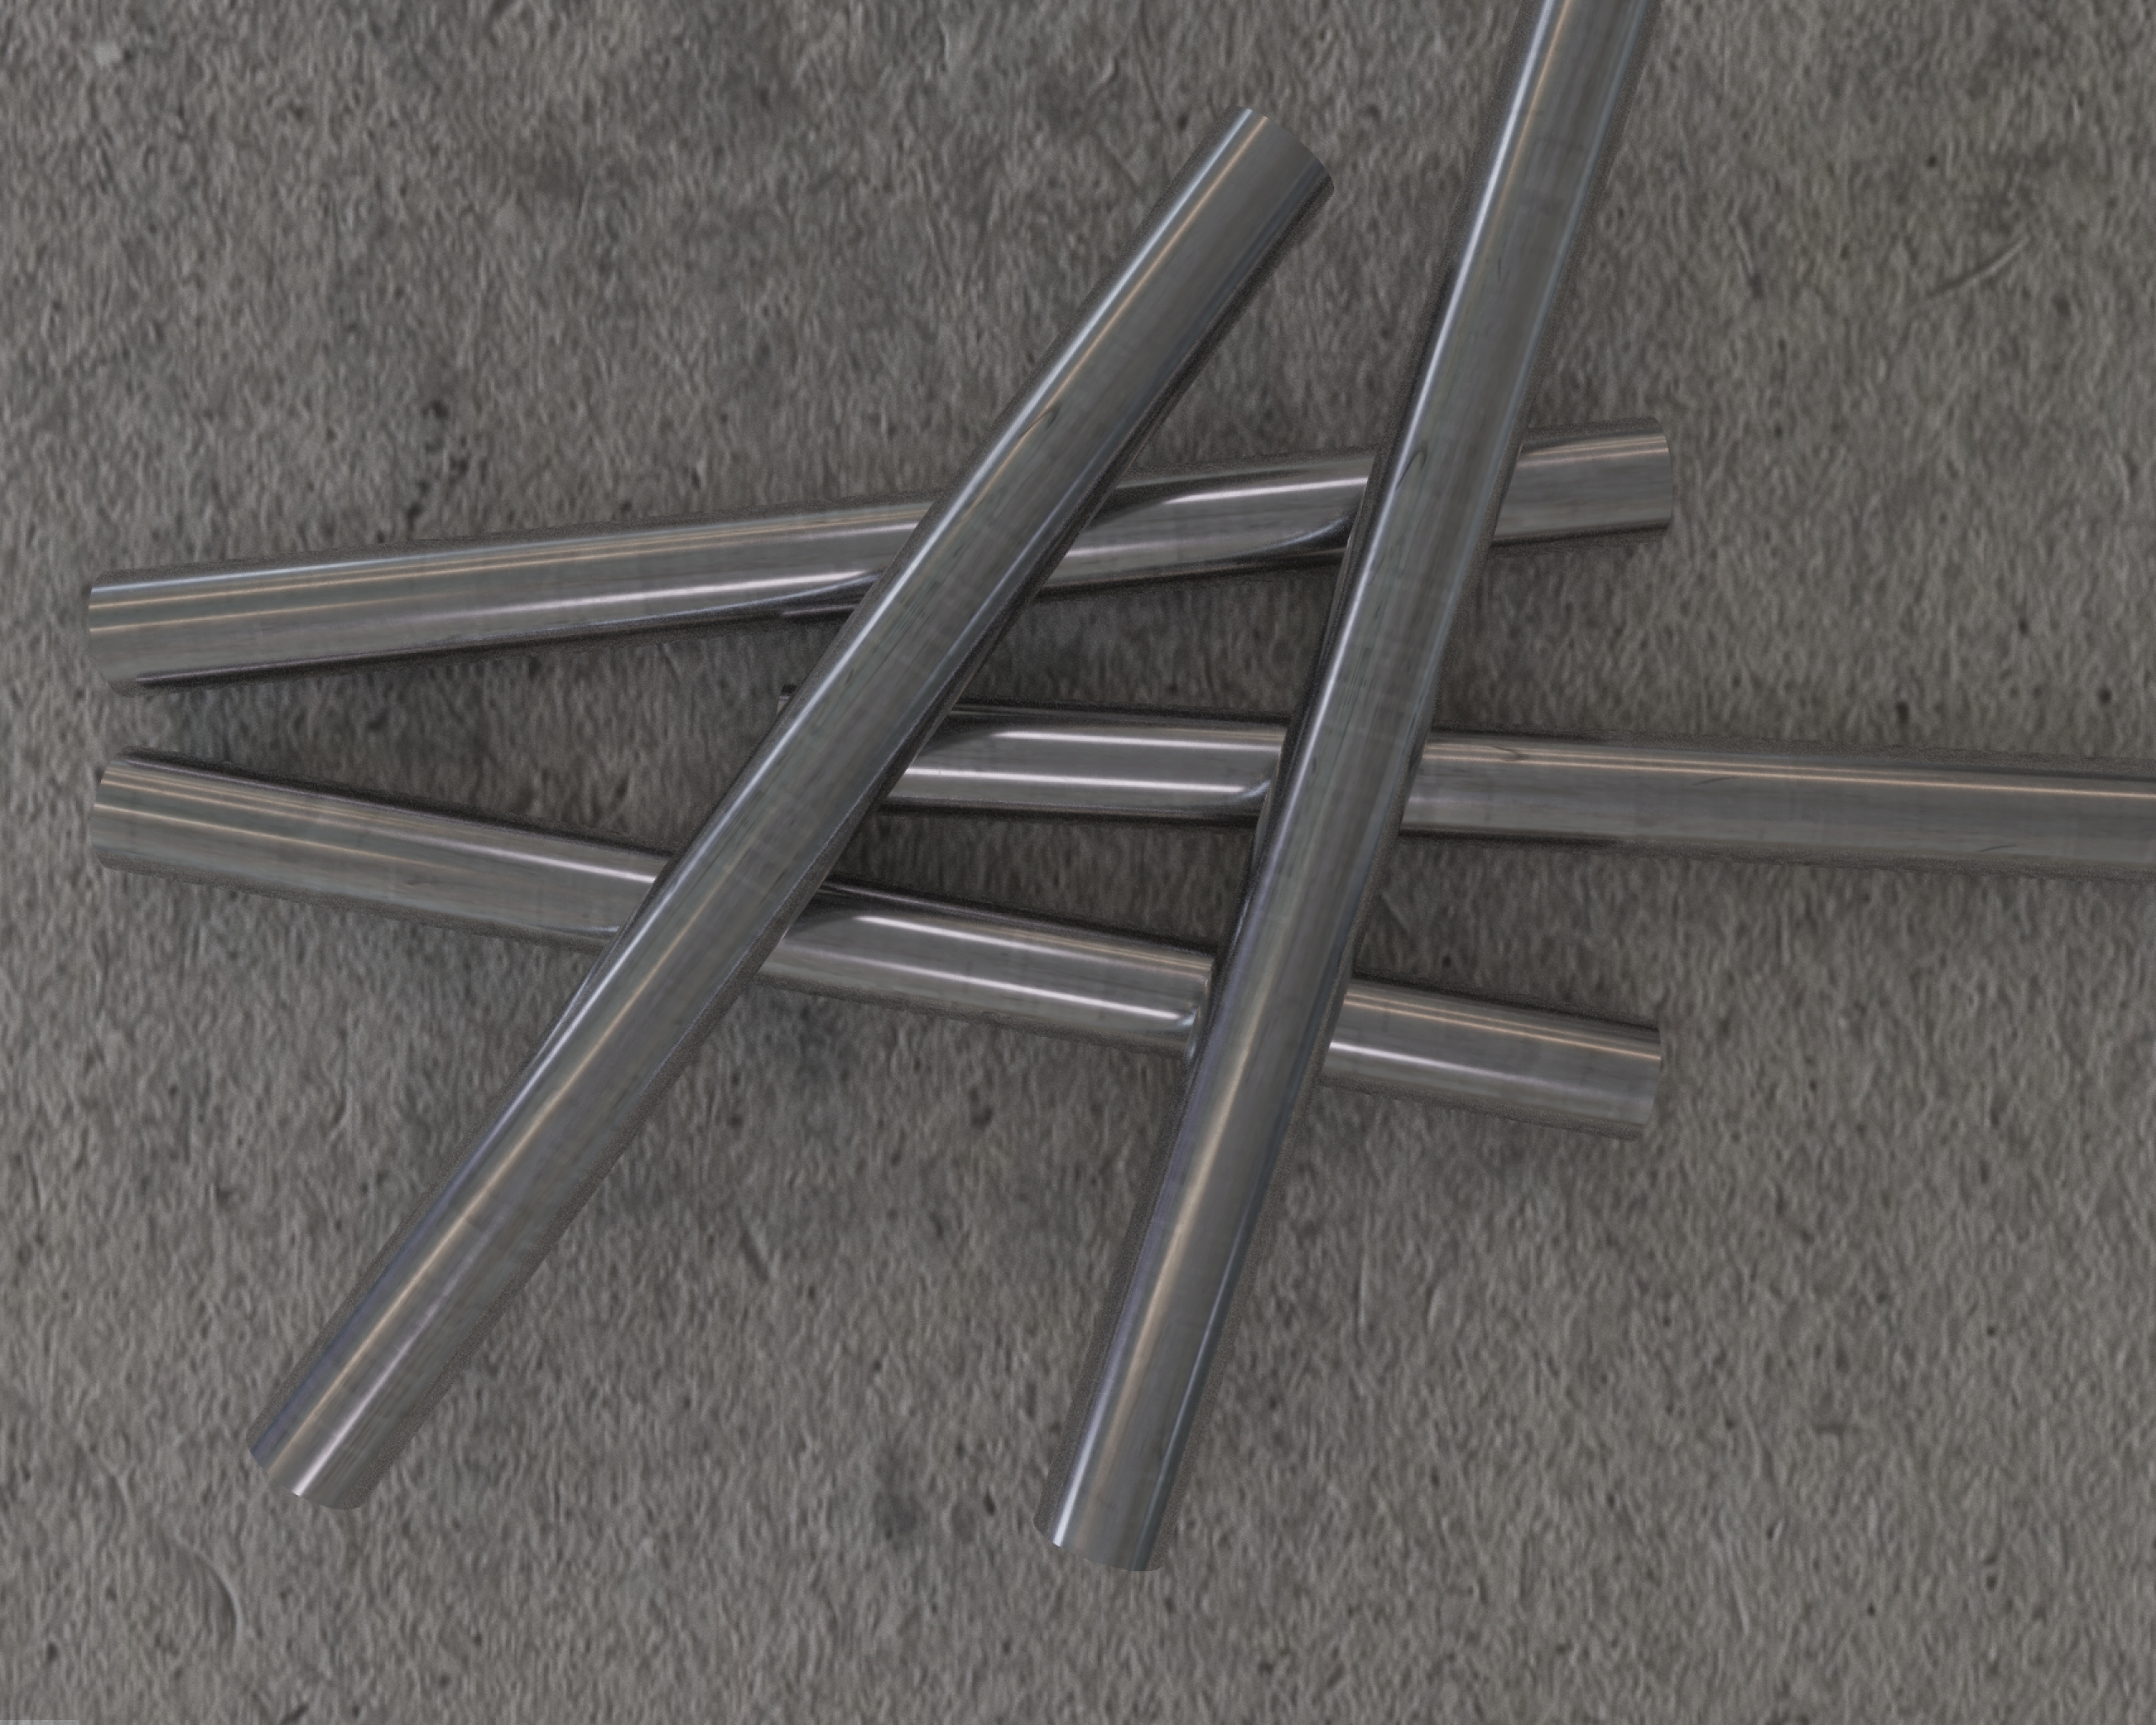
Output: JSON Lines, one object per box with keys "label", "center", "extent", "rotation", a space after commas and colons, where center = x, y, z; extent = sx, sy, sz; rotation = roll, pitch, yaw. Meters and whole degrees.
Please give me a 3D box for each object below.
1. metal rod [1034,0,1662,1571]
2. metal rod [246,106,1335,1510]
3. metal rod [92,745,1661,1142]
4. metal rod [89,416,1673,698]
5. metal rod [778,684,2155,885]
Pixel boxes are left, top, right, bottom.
{"label": "metal rod", "center": [0.050, -0.018, 0.384], "extent": [0.025, 0.025, 0.299], "rotation": [18, 89, 0]}
{"label": "metal rod", "center": [-0.052, -0.010, 0.383], "extent": [0.025, 0.025, 0.299], "rotation": [36, 90, 0]}
{"label": "metal rod", "center": [-0.038, 0.016, 0.409], "extent": [0.302, 0.025, 0.025], "rotation": [10, 90, 0]}
{"label": "metal rod", "center": [-0.037, -0.060, 0.409], "extent": [0.302, 0.025, 0.025], "rotation": [-6, 90, -1]}
{"label": "metal rod", "center": [0.093, -0.014, 0.410], "extent": [0.302, 0.025, 0.025], "rotation": [3, 90, 0]}
